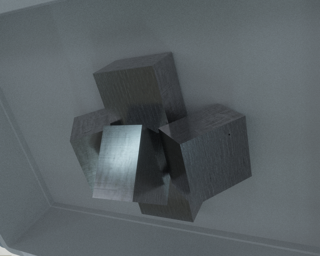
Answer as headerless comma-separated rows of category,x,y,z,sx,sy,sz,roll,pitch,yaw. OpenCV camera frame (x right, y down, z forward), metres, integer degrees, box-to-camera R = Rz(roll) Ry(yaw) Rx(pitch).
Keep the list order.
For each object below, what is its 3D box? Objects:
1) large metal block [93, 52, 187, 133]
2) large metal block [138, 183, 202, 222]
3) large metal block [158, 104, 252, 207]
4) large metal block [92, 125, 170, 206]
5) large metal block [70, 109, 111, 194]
large metal block,-0.022,-0.041,0.374,0.080,0.050,0.080,-1,118,29
large metal block,0.011,0.079,0.434,0.080,0.050,0.080,1,119,28
large metal block,0.052,0.028,0.352,0.050,0.081,0.080,36,144,58
large metal block,-0.027,0.046,0.363,0.050,0.080,0.080,-1,74,27
large metal block,-0.080,0.028,0.421,0.050,0.080,0.080,-18,115,-4
